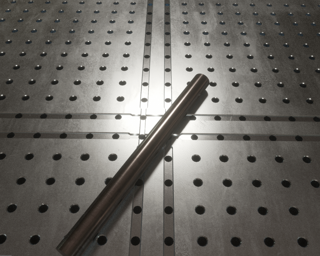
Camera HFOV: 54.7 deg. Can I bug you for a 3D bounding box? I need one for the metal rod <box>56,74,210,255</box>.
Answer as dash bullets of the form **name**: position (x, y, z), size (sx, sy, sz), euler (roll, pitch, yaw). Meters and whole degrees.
- **metal rod**: position (-0.014, 0.026, 0.385), size (0.025, 0.025, 0.301), euler (25, 54, 19)
